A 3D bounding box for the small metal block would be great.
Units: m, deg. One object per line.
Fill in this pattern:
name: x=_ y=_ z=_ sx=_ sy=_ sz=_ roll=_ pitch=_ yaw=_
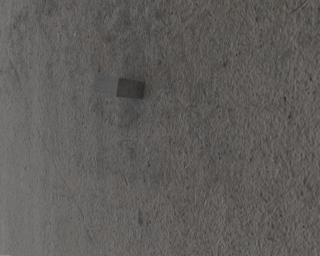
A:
small metal block: x=-0.058 y=-0.059 z=0.438 sx=0.050 sy=0.050 sz=0.025 roll=16 pitch=101 yaw=39
